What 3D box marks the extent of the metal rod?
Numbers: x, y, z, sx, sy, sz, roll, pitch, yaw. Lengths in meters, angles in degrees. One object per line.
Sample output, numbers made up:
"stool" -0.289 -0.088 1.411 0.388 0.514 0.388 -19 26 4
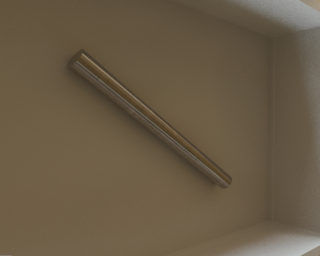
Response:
"metal rod" 0.007 0.005 0.412 0.301 0.025 0.025 40 66 -33
